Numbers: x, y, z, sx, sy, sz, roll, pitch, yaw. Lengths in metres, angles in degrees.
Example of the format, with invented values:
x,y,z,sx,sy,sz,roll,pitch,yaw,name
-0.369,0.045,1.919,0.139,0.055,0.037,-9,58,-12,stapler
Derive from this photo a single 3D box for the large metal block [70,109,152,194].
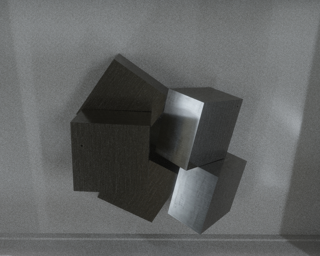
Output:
x,y,z,sx,sy,sz,roll,pitch,yaw,name
-0.052,0.025,0.350,0.081,0.050,0.079,3,109,0,large metal block

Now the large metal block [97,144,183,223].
x,y,z,sx,sy,sz,roll,pitch,yaw,name
-0.026,0.067,0.418,0.080,0.050,0.080,28,107,-11,large metal block

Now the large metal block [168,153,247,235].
x,y,z,sx,sy,sz,roll,pitch,yaw,name
0.062,0.077,0.402,0.050,0.081,0.079,26,113,32,large metal block

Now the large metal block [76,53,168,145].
x,y,z,sx,sy,sz,roll,pitch,yaw,name
-0.042,-0.033,0.384,0.080,0.050,0.080,34,106,-12,large metal block

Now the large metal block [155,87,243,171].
x,y,z,sx,sy,sz,roll,pitch,yaw,name
0.047,-0.003,0.373,0.081,0.050,0.079,-9,119,-46,large metal block
